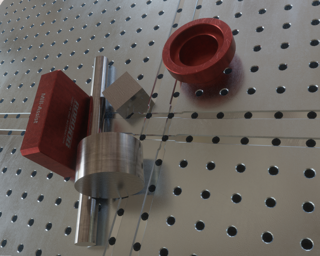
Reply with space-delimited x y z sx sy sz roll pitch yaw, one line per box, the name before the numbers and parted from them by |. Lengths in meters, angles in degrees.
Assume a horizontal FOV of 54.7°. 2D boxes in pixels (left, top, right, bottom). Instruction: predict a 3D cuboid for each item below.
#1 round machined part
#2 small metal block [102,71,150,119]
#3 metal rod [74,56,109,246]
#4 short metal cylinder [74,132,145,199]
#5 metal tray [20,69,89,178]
round machined part | 0.056 -0.101 0.429 0.098 0.042 0.098 -13 56 20
small metal block | -0.052 -0.050 0.464 0.050 0.025 0.050 -41 51 0
metal rod | -0.094 0.012 0.448 0.025 0.025 0.299 -15 55 19
short metal cylinder | -0.060 0.047 0.374 0.080 0.080 0.050 -17 55 18
metal tray | -0.139 -0.006 0.440 0.030 0.090 0.130 -12 57 21
